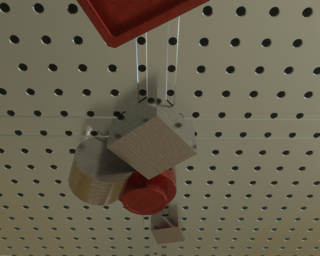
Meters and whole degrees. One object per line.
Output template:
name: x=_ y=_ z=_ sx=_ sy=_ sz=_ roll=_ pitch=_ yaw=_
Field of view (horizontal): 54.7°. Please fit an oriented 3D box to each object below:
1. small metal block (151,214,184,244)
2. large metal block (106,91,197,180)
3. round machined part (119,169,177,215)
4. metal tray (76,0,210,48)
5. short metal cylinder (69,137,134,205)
small metal block: x=0.014 y=0.188 z=0.572 sx=0.050 sy=0.025 sz=0.050 roll=-11 pitch=130 yaw=9
large metal block: x=-0.010 y=0.012 z=0.405 sx=0.080 sy=0.050 sz=0.080 roll=-32 pitch=124 yaw=24
round machined part: x=-0.023 y=0.100 z=0.485 sx=0.099 sy=0.042 sz=0.097 roll=0 pitch=130 yaw=0
metal tray: x=-0.014 y=-0.142 z=0.286 sx=0.130 sy=0.030 sz=0.090 roll=-22 pitch=127 yaw=17
short metal cylinder: x=-0.080 y=0.058 z=0.424 sx=0.081 sy=0.080 sz=0.050 roll=15 pitch=128 yaw=-13
